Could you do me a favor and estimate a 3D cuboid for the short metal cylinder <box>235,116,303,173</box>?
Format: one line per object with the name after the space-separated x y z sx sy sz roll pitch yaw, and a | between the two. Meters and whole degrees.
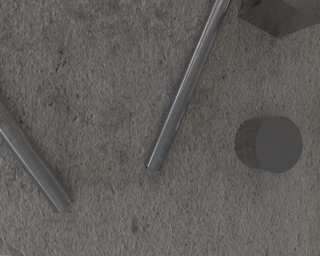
0.158 0.023 0.454 0.081 0.050 0.079 0 90 -20 | short metal cylinder

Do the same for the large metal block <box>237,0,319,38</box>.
0.173 -0.178 0.443 0.080 0.080 0.050 20 84 -19 | large metal block

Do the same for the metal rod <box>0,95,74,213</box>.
-0.189 -0.033 0.339 0.025 0.025 0.299 -35 101 -17 | metal rod

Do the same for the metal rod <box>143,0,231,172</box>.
0.047 -0.083 0.426 0.025 0.025 0.299 25 82 -18 | metal rod
